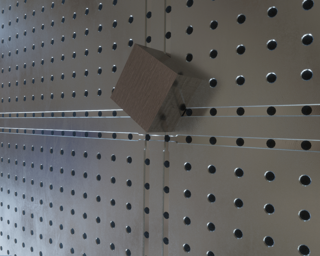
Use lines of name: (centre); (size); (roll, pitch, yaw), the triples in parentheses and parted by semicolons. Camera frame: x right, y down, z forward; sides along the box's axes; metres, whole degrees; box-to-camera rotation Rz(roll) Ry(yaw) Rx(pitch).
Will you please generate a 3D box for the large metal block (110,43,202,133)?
large metal block: (-0.007, -0.050, 0.397); (0.080, 0.050, 0.079); (42, 115, 31)
